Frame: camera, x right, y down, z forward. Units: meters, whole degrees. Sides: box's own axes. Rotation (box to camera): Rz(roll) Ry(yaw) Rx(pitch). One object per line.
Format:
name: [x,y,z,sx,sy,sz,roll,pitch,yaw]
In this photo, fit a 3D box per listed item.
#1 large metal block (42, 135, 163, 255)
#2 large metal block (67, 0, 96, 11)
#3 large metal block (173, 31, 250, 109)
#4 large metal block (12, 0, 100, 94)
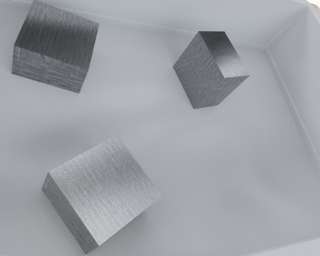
large metal block: [-0.060,0.066,0.317,0.081,0.050,0.080,-31,79,-38]
large metal block: [-0.124,-0.237,0.468,0.080,0.050,0.080,31,52,-7]
large metal block: [0.073,-0.085,0.462,0.050,0.080,0.080,-11,68,-33]
large metal block: [-0.127,-0.099,0.382,0.081,0.050,0.080,16,55,-19]
